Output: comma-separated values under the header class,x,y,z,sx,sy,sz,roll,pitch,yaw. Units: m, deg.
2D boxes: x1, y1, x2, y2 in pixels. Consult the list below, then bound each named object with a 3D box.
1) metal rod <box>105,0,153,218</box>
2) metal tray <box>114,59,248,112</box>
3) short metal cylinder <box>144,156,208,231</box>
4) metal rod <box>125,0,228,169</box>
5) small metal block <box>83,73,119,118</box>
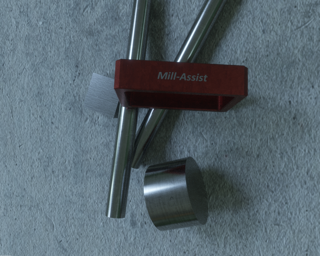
class,x,y,z,sx,sy,sz,roll,pitch,yaw
metal rod,-0.039,-0.036,0.403,0.025,0.025,0.298,5,85,19
metal tray,0.020,-0.043,0.343,0.131,0.090,0.030,3,82,-2
short metal cylinder,0.021,0.079,0.372,0.050,0.080,0.080,-15,85,19
metal rod,0.029,-0.081,0.397,0.025,0.025,0.298,31,100,17
small metal block,-0.073,-0.045,0.434,0.050,0.025,0.050,20,96,18
